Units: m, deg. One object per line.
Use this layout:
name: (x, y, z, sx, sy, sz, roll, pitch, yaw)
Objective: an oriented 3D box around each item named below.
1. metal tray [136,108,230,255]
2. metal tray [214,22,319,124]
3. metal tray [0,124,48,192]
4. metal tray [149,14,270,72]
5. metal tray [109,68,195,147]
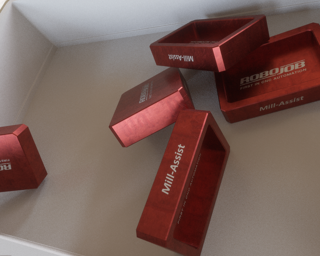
metal tray: (0.030, 0.057, 0.312, 0.030, 0.090, 0.130, 8, 66, 31)
metal tray: (0.134, -0.065, 0.371, 0.130, 0.030, 0.090, -16, 55, 19)
metal tray: (-0.240, 0.048, 0.443, 0.131, 0.089, 0.030, -7, 25, 9)
metal tray: (0.059, -0.110, 0.398, 0.090, 0.030, 0.130, -36, 31, -23)
metal tray: (-0.009, -0.033, 0.386, 0.090, 0.030, 0.130, -27, 20, 11)
